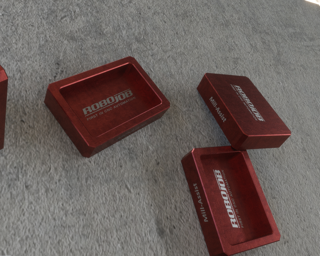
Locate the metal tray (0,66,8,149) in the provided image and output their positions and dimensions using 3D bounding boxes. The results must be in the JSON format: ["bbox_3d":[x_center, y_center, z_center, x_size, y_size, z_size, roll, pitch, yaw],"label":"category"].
[{"bbox_3d":[-0.173,-0.033,0.263,0.090,0.129,0.030,47,51,5],"label":"metal tray"}]

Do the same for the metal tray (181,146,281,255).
[{"bbox_3d":[0.088,0.088,0.393,0.091,0.030,0.130,-2,63,-29],"label":"metal tray"}]

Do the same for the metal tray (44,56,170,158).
[{"bbox_3d":[-0.061,-0.032,0.386,0.131,0.030,0.090,-31,79,-38],"label":"metal tray"}]

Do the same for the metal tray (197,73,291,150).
[{"bbox_3d":[0.122,-0.028,0.462,0.091,0.030,0.130,-1,47,-29],"label":"metal tray"}]
